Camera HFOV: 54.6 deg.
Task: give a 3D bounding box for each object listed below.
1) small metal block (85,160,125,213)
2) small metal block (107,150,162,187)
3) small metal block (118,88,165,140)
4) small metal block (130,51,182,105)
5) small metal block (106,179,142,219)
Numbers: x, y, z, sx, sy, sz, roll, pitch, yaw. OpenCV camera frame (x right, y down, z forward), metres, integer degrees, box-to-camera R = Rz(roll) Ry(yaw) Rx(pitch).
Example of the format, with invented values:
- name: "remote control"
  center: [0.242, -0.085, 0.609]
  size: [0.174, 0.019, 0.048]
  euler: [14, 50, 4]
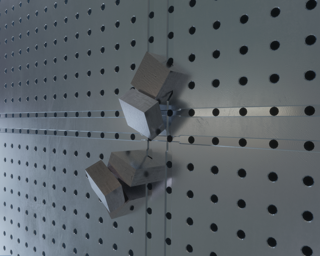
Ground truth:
- name: "small metal block"
  center: [-0.074, 0.080, 0.423]
  size: [0.050, 0.025, 0.050]
  euler: [44, 153, 31]
- name: "small metal block"
  center: [-0.035, 0.053, 0.423]
  size: [0.050, 0.050, 0.025]
  euler: [29, 108, 36]
- name: "small metal block"
  center: [-0.024, -0.019, 0.413]
  size: [0.050, 0.025, 0.050]
  euler: [30, 149, 36]
- name: "small metal block"
  center: [-0.006, -0.066, 0.415]
  size: [0.050, 0.025, 0.050]
  euler: [44, 117, 31]
- name: "small metal block"
  center: [-0.061, 0.098, 0.461]
  size: [0.050, 0.025, 0.050]
  euler: [-49, 61, 29]
